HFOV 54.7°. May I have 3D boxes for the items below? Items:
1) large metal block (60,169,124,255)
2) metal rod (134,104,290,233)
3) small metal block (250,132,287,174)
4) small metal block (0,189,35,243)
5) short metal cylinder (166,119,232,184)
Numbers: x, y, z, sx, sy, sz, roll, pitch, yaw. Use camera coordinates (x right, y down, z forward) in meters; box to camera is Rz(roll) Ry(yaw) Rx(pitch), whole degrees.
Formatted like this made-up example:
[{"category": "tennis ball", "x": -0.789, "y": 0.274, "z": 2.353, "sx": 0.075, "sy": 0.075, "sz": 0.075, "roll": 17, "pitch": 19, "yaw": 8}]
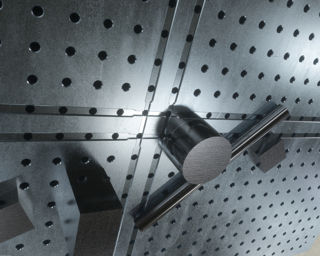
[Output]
[{"category": "large metal block", "x": -0.091, "y": 0.109, "z": 0.395, "sx": 0.050, "sy": 0.080, "sz": 0.079, "roll": 0, "pitch": 118, "yaw": -29}, {"category": "metal rod", "x": 0.084, "y": 0.063, "z": 0.498, "sx": 0.301, "sy": 0.025, "sz": 0.025, "roll": -38, "pitch": 130, "yaw": -3}, {"category": "small metal block", "x": 0.192, "y": 0.044, "z": 0.546, "sx": 0.050, "sy": 0.025, "sz": 0.050, "roll": -35, "pitch": 129, "yaw": -6}, {"category": "small metal block", "x": -0.188, "y": 0.109, "z": 0.376, "sx": 0.050, "sy": 0.025, "sz": 0.050, "roll": -22, "pitch": 127, "yaw": -16}, {"category": "short metal cylinder", "x": 0.056, "y": 0.034, "z": 0.449, "sx": 0.081, "sy": 0.050, "sz": 0.079, "roll": -14, "pitch": 125, "yaw": -21}]
